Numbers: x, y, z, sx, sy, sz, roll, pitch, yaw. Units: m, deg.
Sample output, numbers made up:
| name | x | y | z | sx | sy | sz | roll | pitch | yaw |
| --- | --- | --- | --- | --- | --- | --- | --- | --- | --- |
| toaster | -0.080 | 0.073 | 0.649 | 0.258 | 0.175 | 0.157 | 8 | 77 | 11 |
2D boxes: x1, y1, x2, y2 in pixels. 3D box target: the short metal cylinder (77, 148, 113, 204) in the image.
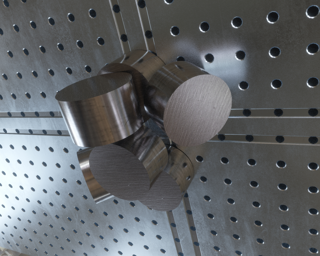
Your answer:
| name | x | y | z | sx | sy | sz | roll | pitch | yaw |
| --- | --- | --- | --- | --- | --- | --- | --- | --- | --- |
| short metal cylinder | -0.082 | 0.062 | 0.450 | 0.050 | 0.080 | 0.080 | -21 | 114 | -11 |

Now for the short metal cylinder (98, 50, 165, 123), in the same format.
| name | x | y | z | sx | sy | sz | roll | pitch | yaw |
| --- | --- | --- | --- | --- | --- | --- | --- | --- | --- |
| short metal cylinder | -0.032 | -0.050 | 0.381 | 0.080 | 0.050 | 0.079 | 13 | 125 | 20 |

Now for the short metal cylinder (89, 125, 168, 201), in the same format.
| name | x | y | z | sx | sy | sz | roll | pitch | yaw |
| --- | --- | --- | --- | --- | --- | --- | --- | --- | --- |
| short metal cylinder | -0.037 | 0.040 | 0.374 | 0.080 | 0.050 | 0.079 | 13 | 124 | 21 |

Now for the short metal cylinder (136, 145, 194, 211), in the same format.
| name | x | y | z | sx | sy | sz | roll | pitch | yaw |
| --- | --- | --- | --- | --- | --- | --- | --- | --- | --- |
| short metal cylinder | 0.002 | 0.070 | 0.437 | 0.080 | 0.050 | 0.079 | 13 | 125 | 20 |

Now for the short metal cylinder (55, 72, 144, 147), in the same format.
| name | x | y | z | sx | sy | sz | roll | pitch | yaw |
| --- | --- | --- | --- | --- | --- | --- | --- | --- | --- |
| short metal cylinder | -0.062 | -0.022 | 0.329 | 0.080 | 0.080 | 0.050 | 1 | 119 | 28 |

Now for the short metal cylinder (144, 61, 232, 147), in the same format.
| name | x | y | z | sx | sy | sz | roll | pitch | yaw |
| --- | --- | --- | --- | --- | --- | --- | --- | --- | --- |
| short metal cylinder | 0.029 | -0.027 | 0.335 | 0.050 | 0.081 | 0.079 | -134 | 34 | -53 |
